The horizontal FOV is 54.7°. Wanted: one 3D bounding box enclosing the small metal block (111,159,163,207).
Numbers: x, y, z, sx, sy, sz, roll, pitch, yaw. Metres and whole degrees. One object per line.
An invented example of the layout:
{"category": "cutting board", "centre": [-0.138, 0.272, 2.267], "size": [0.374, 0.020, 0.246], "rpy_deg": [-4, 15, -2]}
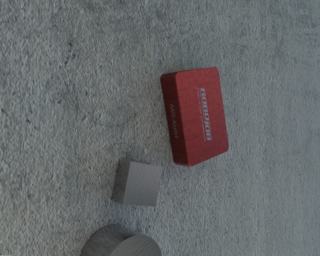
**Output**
{"category": "small metal block", "centre": [-0.028, 0.068, 0.383], "size": [0.050, 0.025, 0.050], "rpy_deg": [16, 80, -39]}

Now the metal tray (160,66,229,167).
{"category": "metal tray", "centre": [0.053, -0.019, 0.448], "size": [0.091, 0.030, 0.129], "rpy_deg": [-16, 100, -39]}

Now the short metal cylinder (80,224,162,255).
{"category": "short metal cylinder", "centre": [-0.044, 0.156, 0.353], "size": [0.081, 0.050, 0.079], "rpy_deg": [0, 90, -40]}
